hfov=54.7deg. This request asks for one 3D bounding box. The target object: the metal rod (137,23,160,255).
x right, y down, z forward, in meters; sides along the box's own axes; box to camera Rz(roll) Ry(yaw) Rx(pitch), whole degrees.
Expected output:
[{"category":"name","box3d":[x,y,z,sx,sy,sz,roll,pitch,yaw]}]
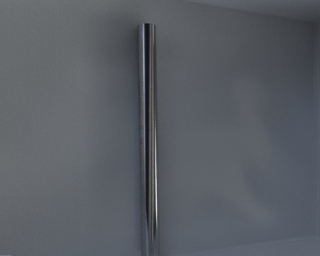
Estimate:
[{"category":"metal rod","box3d":[-0.015,0.016,0.405,0.025,0.025,0.298,-1,91,-20]}]
